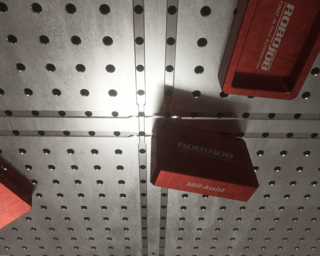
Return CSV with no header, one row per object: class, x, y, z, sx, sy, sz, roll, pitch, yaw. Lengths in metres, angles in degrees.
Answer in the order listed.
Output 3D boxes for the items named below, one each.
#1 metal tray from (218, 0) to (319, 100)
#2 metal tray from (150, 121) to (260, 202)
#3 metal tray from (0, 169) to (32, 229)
metal tray,0.122,-0.094,0.330,0.091,0.030,0.129,5,130,-5
metal tray,0.055,0.042,0.405,0.131,0.090,0.030,12,129,-11
metal tray,-0.274,0.102,0.471,0.090,0.030,0.130,-32,126,0
